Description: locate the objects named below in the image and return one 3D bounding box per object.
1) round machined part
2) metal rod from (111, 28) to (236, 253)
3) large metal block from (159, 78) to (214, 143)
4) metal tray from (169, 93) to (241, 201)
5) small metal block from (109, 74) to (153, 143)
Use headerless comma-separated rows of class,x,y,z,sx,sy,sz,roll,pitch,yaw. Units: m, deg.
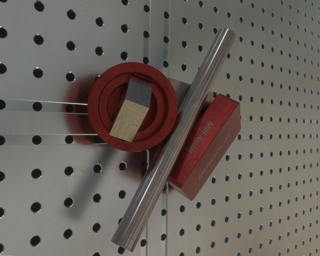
round machined part,-0.033,-0.023,0.355,0.099,0.042,0.097,-1,93,-15
metal rod,0.026,-0.003,0.368,0.025,0.025,0.300,42,64,-32
large metal block,0.022,-0.015,0.413,0.081,0.050,0.080,12,83,-40
metal tray,0.061,0.029,0.415,0.130,0.030,0.090,-53,154,-11
small metal block,-0.031,-0.022,0.332,0.025,0.050,0.050,21,37,-13
